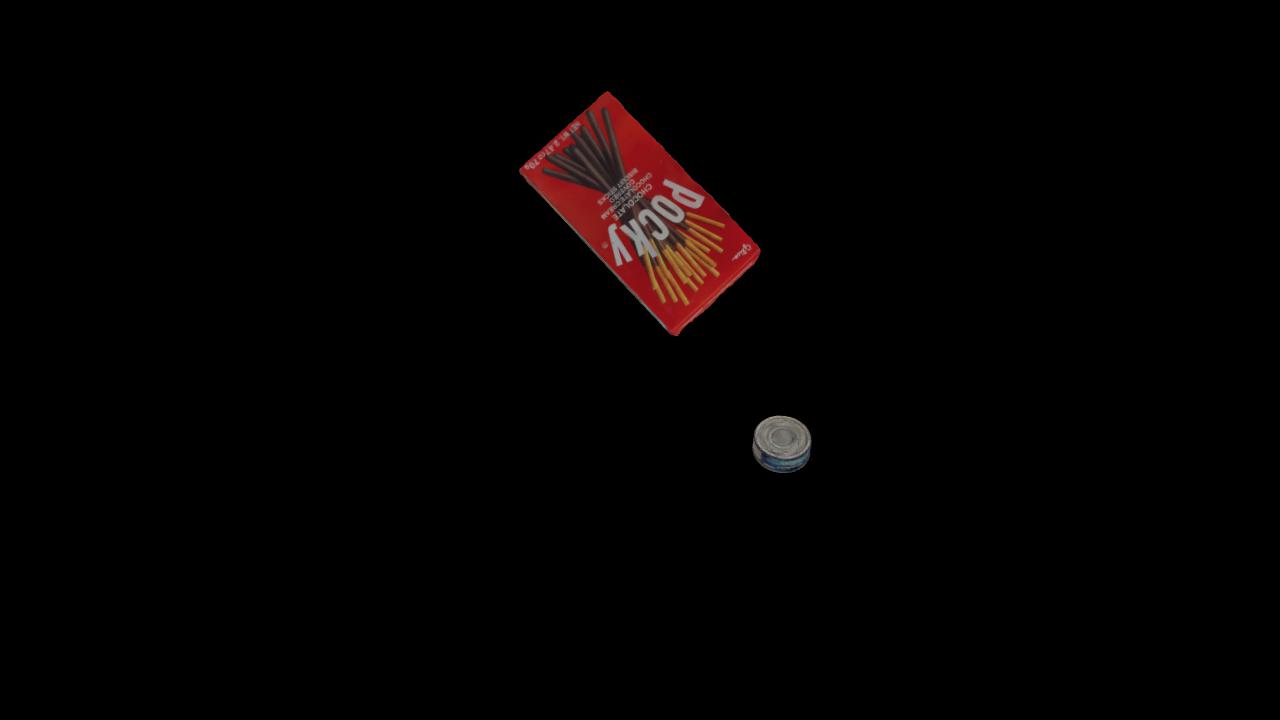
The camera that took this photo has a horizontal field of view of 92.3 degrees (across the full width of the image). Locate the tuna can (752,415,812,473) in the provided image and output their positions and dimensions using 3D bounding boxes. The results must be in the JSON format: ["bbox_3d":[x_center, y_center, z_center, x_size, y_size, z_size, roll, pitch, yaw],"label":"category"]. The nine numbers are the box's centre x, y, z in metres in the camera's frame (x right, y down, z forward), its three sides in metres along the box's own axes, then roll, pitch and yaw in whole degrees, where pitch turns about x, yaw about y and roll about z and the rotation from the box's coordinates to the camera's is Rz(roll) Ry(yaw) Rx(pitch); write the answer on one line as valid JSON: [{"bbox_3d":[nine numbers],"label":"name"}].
[{"bbox_3d":[0.208,0.122,0.901,0.084,0.034,0.084,-3,45,3],"label":"tuna can"}]

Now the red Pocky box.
[{"bbox_3d":[0.000,-0.099,0.417,0.083,0.155,0.028,-43,-5,-2],"label":"red Pocky box"}]
